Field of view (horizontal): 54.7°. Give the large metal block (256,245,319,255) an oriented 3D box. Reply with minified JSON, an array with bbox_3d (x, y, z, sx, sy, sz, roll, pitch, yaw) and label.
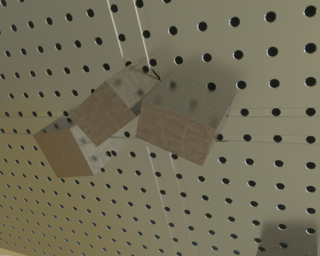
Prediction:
[{"bbox_3d":[0.185,0.212,0.428,0.080,0.050,0.080,-14,112,33],"label":"large metal block"}]

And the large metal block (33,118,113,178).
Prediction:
[{"bbox_3d":[-0.134,0.029,0.481,0.080,0.050,0.080,-9,114,31],"label":"large metal block"}]

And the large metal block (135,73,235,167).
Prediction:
[{"bbox_3d":[0.030,-0.013,0.351,0.080,0.080,0.050,23,127,13],"label":"large metal block"}]

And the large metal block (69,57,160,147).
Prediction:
[{"bbox_3d":[-0.050,-0.032,0.381,0.080,0.080,0.050,-34,99,38],"label":"large metal block"}]
